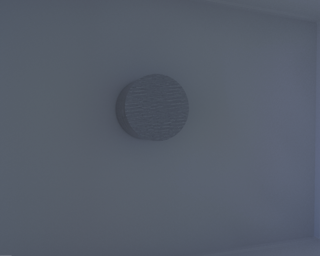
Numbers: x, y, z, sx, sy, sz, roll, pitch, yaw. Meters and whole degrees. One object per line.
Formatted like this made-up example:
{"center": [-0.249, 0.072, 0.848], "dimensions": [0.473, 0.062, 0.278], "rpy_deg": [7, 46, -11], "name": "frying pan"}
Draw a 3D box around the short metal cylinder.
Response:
{"center": [-0.011, -0.024, 0.391], "dimensions": [0.081, 0.050, 0.080], "rpy_deg": [0, 90, -20], "name": "short metal cylinder"}
